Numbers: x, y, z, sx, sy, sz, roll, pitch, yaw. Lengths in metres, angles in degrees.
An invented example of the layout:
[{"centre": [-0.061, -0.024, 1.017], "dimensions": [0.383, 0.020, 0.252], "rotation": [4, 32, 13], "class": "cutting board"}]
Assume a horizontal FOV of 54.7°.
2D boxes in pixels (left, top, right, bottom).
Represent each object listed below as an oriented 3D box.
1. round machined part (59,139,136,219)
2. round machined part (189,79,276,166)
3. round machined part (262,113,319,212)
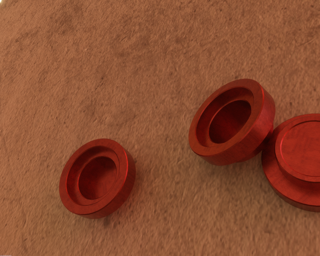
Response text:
[{"centre": [-0.073, 0.066, 0.390], "dimensions": [0.098, 0.042, 0.098], "rotation": [-13, 56, 20], "class": "round machined part"}, {"centre": [0.081, -0.002, 0.335], "dimensions": [0.098, 0.042, 0.098], "rotation": [-38, 31, 28], "class": "round machined part"}, {"centre": [0.149, 0.027, 0.298], "dimensions": [0.098, 0.042, 0.098], "rotation": [-13, 56, 20], "class": "round machined part"}]
